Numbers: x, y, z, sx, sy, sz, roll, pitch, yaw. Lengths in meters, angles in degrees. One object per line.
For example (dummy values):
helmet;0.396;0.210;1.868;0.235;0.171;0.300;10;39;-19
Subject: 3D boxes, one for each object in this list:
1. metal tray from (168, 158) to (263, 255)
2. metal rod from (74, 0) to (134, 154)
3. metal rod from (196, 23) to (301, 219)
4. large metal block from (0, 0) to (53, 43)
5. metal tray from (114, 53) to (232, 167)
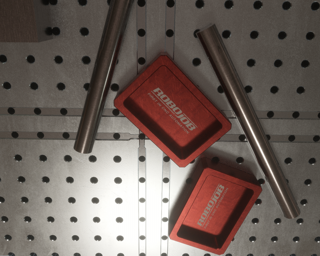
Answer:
metal tray;0.077;0.117;0.455;0.090;0.030;0.129;21;109;-8
metal rod;-0.059;-0.104;0.374;0.025;0.025;0.298;17;109;-7
metal rod;0.125;0.004;0.416;0.025;0.025;0.299;-27;108;9
large metal block;-0.173;-0.139;0.346;0.081;0.050;0.079;0;110;-1
metal tray;0.017;-0.021;0.403;0.090;0.030;0.130;-42;105;13
